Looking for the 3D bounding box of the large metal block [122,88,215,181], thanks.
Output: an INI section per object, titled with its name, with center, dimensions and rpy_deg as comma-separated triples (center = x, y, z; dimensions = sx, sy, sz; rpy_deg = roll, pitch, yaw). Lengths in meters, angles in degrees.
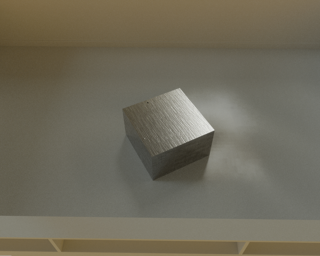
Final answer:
[large metal block]
center = 0.009, 0.006, 0.384
dimensions = 0.081, 0.050, 0.080
rpy_deg = -22, 53, -17
